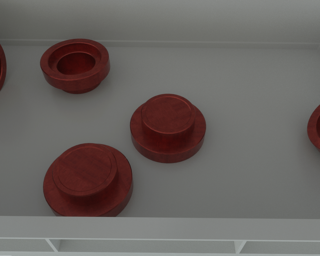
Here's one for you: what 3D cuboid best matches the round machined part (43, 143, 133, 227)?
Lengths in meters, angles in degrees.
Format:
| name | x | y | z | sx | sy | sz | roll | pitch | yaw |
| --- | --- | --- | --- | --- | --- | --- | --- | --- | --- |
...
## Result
| name | x | y | z | sx | sy | sz | roll | pitch | yaw |
| --- | --- | --- | --- | --- | --- | --- | --- | --- | --- |
| round machined part | -0.080 | 0.055 | 0.346 | 0.099 | 0.042 | 0.098 | 0 | 50 | 0 |

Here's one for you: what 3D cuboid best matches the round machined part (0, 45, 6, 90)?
| name | x | y | z | sx | sy | sz | roll | pitch | yaw |
| --- | --- | --- | --- | --- | --- | --- | --- | --- | --- |
| round machined part | -0.262 | -0.085 | 0.426 | 0.042 | 0.097 | 0.098 | 9 | 51 | 8 |

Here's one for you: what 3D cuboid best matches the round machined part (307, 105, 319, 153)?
| name | x | y | z | sx | sy | sz | roll | pitch | yaw |
| --- | --- | --- | --- | --- | --- | --- | --- | --- | --- |
| round machined part | 0.237 | 0.001 | 0.375 | 0.098 | 0.042 | 0.098 | -35 | 31 | 25 |

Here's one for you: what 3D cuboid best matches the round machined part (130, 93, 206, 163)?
| name | x | y | z | sx | sy | sz | roll | pitch | yaw |
| --- | --- | --- | --- | --- | --- | --- | --- | --- | --- |
| round machined part | 0.010 | -0.007 | 0.400 | 0.099 | 0.042 | 0.098 | 0 | 50 | 0 |

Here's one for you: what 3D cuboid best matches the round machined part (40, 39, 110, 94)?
| name | x | y | z | sx | sy | sz | roll | pitch | yaw |
| --- | --- | --- | --- | --- | --- | --- | --- | --- | --- |
| round machined part | -0.124 | -0.089 | 0.467 | 0.099 | 0.042 | 0.098 | 0 | 50 | 0 |
